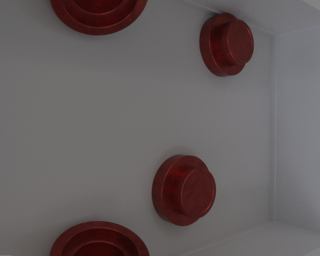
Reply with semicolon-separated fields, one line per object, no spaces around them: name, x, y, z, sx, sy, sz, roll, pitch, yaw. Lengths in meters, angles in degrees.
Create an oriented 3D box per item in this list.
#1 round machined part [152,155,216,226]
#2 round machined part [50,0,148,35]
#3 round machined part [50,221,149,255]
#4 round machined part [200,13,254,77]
round machined part;0.040;0.087;0.429;0.099;0.042;0.097;0;90;-40
round machined part;-0.064;-0.147;0.317;0.099;0.098;0.042;8;50;-40
round machined part;-0.062;0.144;0.314;0.099;0.098;0.042;-6;120;-40
round machined part;0.111;-0.132;0.488;0.099;0.042;0.097;0;90;-40
